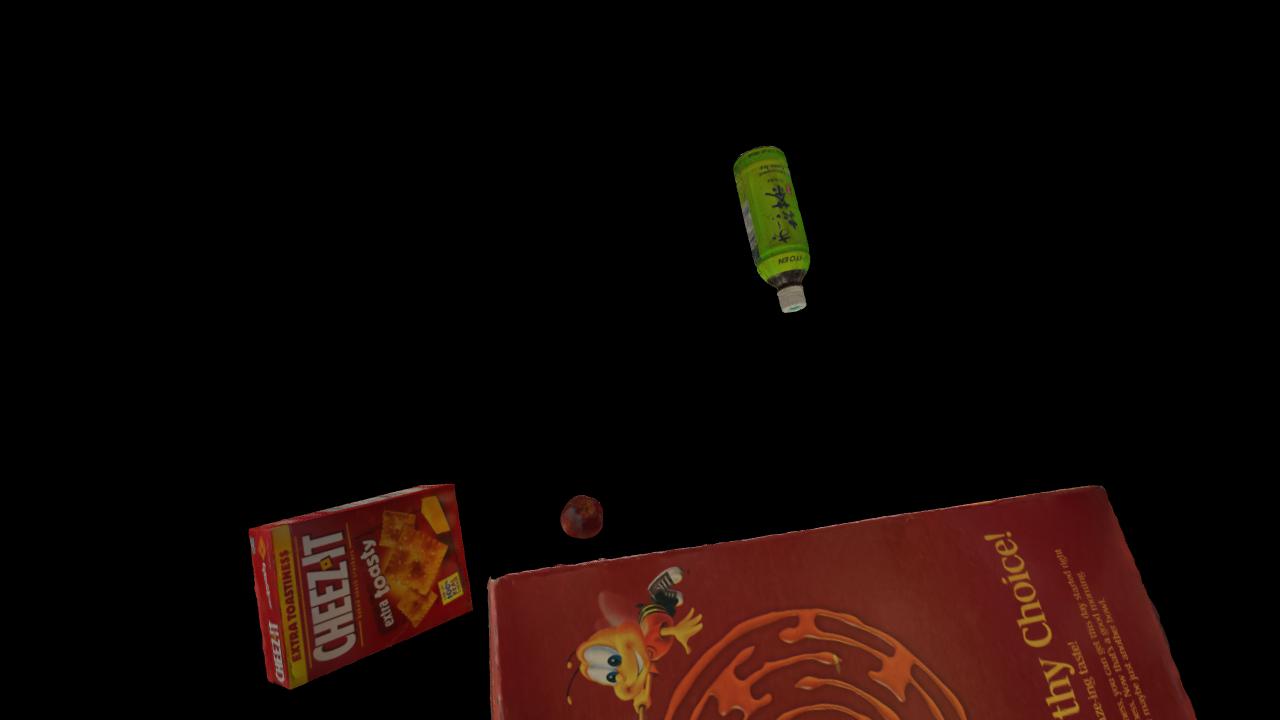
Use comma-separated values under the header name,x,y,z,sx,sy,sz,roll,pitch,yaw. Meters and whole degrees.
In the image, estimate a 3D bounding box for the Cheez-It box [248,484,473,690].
name,x,y,z,sx,sy,sz,roll,pitch,yaw
Cheez-It box,-0.315,0.247,0.717,0.071,0.166,0.223,-13,-5,39

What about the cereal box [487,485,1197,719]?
name,x,y,z,sx,sy,sz,roll,pitch,yaw
cereal box,0.093,0.176,0.267,0.306,0.203,0.081,-5,-20,-14

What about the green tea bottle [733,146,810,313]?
name,x,y,z,sx,sy,sz,roll,pitch,yaw
green tea bottle,0.171,-0.163,0.781,0.073,0.212,0.073,-8,-13,-2

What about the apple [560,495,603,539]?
name,x,y,z,sx,sy,sz,roll,pitch,yaw
apple,-0.103,0.284,1.110,0.079,0.079,0.093,0,-36,-21
